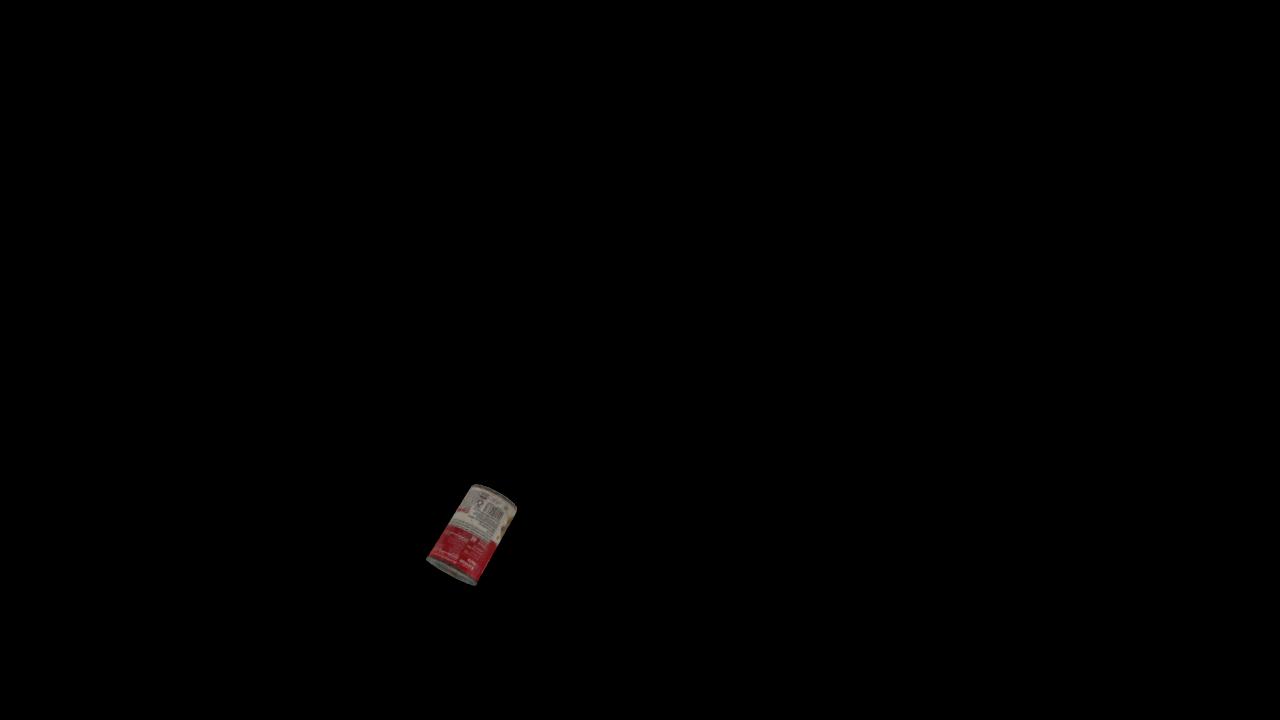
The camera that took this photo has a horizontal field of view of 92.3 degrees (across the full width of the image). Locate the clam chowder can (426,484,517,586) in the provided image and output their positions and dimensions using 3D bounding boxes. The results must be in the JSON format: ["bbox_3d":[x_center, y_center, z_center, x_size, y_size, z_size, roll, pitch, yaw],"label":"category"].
[{"bbox_3d":[-0.204,0.212,0.753,0.068,0.102,0.068,20,-31,12],"label":"clam chowder can"}]
